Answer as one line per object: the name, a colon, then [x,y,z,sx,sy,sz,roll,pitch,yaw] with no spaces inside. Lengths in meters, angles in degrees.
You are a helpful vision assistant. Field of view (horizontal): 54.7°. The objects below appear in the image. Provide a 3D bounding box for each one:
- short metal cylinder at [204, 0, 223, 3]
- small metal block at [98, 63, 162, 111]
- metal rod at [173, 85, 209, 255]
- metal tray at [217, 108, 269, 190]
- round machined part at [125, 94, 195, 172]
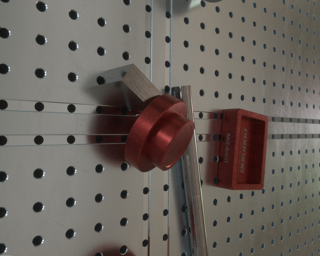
short metal cylinder: [0.087,-0.229,0.446,0.050,0.080,0.080,-38,113,-34]
small metal block: [-0.035,-0.046,0.363,0.050,0.050,0.025,44,64,-31]
metal rod: [0.048,0.089,0.449,0.025,0.025,0.298,-12,98,-39]
metal tray: [0.142,0.038,0.524,0.091,0.030,0.129,10,84,-40]
round machined part: [0.006,0.012,0.371,0.098,0.042,0.097,-47,155,-29]
